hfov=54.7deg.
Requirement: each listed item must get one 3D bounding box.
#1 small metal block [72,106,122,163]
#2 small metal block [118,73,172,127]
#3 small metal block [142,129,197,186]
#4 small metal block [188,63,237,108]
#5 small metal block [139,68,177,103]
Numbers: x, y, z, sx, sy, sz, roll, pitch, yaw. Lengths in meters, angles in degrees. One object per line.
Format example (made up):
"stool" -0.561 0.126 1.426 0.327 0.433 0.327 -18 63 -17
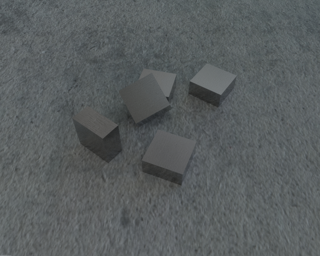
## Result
"small metal block" -0.076 0.008 0.379 0.050 0.050 0.025 31 57 23
"small metal block" -0.019 -0.037 0.413 0.050 0.025 0.050 -29 79 2
"small metal block" 0.012 0.035 0.374 0.050 0.025 0.050 18 52 14
"small metal block" 0.078 -0.064 0.458 0.050 0.025 0.050 28 55 21
"small metal block" -0.006 -0.057 0.451 0.050 0.025 0.050 11 51 9
